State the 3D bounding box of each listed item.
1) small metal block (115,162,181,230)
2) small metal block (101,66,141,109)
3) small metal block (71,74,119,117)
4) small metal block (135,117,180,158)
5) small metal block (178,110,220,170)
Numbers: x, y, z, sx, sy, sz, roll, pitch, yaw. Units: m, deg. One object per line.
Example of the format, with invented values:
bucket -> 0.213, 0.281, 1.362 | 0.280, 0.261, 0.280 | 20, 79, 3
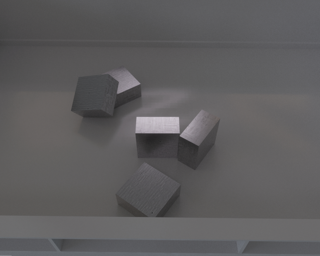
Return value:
small metal block -> -0.012, 0.074, 0.343 | 0.050, 0.025, 0.050 | 29, 56, 22
small metal block -> -0.063, -0.060, 0.455 | 0.050, 0.025, 0.050 | -28, 55, -22
small metal block -> -0.087, -0.043, 0.418 | 0.050, 0.025, 0.050 | -1, 72, 27
small metal block -> -0.003, 0.012, 0.378 | 0.050, 0.050, 0.025 | 0, 50, 0
small metal block -> 0.047, 0.015, 0.377 | 0.025, 0.050, 0.050 | 28, 56, 21
